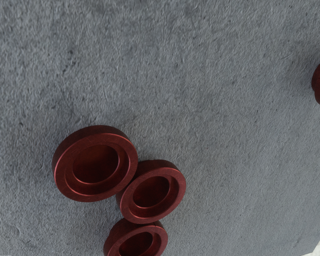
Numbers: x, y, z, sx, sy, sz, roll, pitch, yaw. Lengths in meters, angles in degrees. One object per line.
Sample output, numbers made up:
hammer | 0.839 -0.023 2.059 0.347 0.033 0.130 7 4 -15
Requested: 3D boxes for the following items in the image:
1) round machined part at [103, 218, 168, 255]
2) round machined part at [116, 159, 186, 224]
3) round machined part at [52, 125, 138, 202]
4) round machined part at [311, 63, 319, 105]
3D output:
round machined part | -0.040 0.174 0.481 0.099 0.042 0.097 -14 124 -21
round machined part | -0.016 0.085 0.439 0.099 0.042 0.097 -14 124 -21
round machined part | -0.080 0.039 0.376 0.099 0.042 0.097 -14 124 -21
round machined part | 0.288 -0.080 0.503 0.099 0.042 0.097 -14 124 -21
